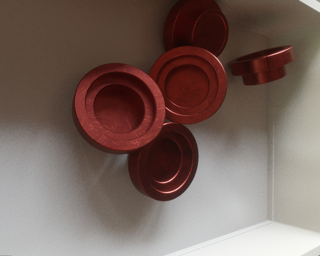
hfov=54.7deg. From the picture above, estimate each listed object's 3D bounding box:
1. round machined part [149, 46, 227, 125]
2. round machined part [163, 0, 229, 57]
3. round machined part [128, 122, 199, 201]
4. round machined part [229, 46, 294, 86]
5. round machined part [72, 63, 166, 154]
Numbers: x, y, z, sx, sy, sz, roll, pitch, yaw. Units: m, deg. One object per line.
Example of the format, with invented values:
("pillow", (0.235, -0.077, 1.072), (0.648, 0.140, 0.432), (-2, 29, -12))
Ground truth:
("round machined part", (0.035, -0.053, 0.403), (0.042, 0.099, 0.097), (-11, 101, -85))
("round machined part", (0.056, -0.129, 0.426), (0.099, 0.042, 0.097), (-17, 119, -33))
("round machined part", (0.000, 0.040, 0.395), (0.099, 0.042, 0.097), (-5, 98, -39))
("round machined part", (0.165, -0.099, 0.500), (0.099, 0.098, 0.042), (-28, 108, -37))
("round machined part", (-0.047, -0.019, 0.343), (0.099, 0.042, 0.098), (6, 73, -20))
